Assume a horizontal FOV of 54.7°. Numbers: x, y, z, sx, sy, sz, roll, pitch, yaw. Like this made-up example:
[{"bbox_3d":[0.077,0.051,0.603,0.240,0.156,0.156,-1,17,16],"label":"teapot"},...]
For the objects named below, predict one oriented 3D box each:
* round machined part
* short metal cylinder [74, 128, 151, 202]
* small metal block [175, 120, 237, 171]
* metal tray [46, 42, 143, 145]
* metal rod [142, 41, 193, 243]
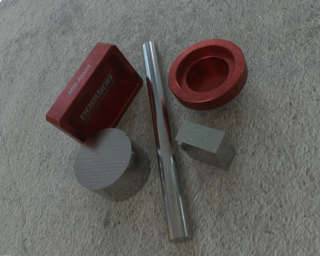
[{"bbox_3d":[0.063,-0.063,0.399,0.098,0.042,0.098,-13,56,20],"label":"round machined part"},{"bbox_3d":[-0.059,0.047,0.390,0.080,0.050,0.080,-13,56,20],"label":"short metal cylinder"},{"bbox_3d":[0.052,0.020,0.345,0.050,0.050,0.025,18,71,34],"label":"small metal block"},{"bbox_3d":[-0.085,-0.041,0.432,0.030,0.090,0.130,20,72,35],"label":"metal tray"},{"bbox_3d":[0.003,-0.005,0.407,0.025,0.025,0.299,-20,54,16],"label":"metal rod"}]
